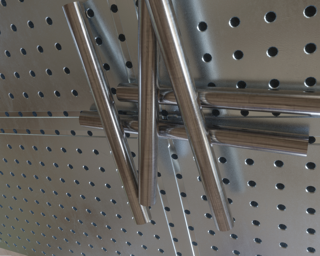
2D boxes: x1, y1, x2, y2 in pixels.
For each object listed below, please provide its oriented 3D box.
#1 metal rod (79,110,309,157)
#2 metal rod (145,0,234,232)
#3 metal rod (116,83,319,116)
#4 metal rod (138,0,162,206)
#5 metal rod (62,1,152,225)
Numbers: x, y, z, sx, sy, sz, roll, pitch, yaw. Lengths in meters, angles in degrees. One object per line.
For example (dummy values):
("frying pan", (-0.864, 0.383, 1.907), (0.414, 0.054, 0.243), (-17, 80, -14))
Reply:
("metal rod", (0.025, 0.003, 0.398), (0.301, 0.025, 0.025), (7, 122, 24))
("metal rod", (0.041, -0.002, 0.353), (0.025, 0.025, 0.298), (-5, 116, 30))
("metal rod", (0.086, -0.032, 0.345), (0.301, 0.025, 0.025), (6, 121, 24))
("metal rod", (-0.013, -0.041, 0.359), (0.025, 0.025, 0.298), (11, 113, 22))
("metal rod", (-0.064, -0.009, 0.407), (0.025, 0.025, 0.298), (-8, 105, 31))
